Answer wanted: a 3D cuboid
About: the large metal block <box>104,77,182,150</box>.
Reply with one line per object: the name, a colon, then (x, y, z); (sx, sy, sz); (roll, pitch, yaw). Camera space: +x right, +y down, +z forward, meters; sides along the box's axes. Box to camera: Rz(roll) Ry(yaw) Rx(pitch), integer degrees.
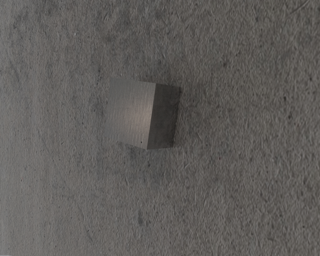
large metal block: (-0.024, -0.021, 0.410); (0.080, 0.050, 0.080); (14, 99, 39)
